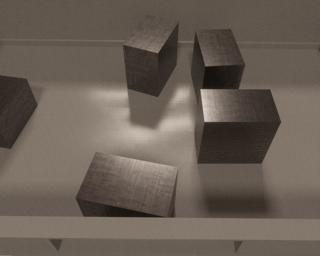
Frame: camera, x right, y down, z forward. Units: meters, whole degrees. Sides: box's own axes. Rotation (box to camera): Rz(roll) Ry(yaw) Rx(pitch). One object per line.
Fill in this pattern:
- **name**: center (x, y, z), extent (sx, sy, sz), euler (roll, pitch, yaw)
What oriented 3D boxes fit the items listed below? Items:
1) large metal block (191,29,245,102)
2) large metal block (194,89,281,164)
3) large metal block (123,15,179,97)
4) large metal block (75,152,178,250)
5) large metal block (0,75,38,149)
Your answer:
- **large metal block**: center (0.078, -0.083, 0.440), extent (0.050, 0.080, 0.080), euler (-3, 50, -3)
- **large metal block**: center (0.087, 0.000, 0.371), extent (0.081, 0.080, 0.050), euler (0, 50, -1)
- **large metal block**: center (-0.011, -0.107, 0.459), extent (0.050, 0.080, 0.080), euler (17, 52, 13)
- **large metal block**: center (-0.028, 0.074, 0.307), extent (0.080, 0.080, 0.050), euler (10, 51, 8)
- **large metal block**: center (-0.223, -0.025, 0.407), extent (0.080, 0.050, 0.080), euler (8, 50, 6)
